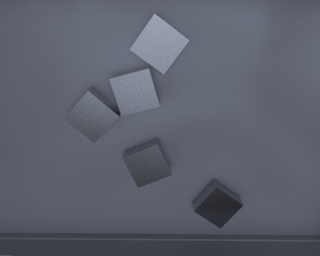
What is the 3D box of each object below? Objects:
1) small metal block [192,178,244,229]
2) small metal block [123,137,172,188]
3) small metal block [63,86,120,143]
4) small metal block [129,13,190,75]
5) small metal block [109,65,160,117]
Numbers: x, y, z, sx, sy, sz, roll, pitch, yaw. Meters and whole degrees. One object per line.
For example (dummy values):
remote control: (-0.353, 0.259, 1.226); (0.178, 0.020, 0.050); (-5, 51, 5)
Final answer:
small metal block: (0.084, 0.110, 0.453); (0.050, 0.025, 0.050); (35, 106, -12)
small metal block: (-0.017, 0.048, 0.429); (0.050, 0.025, 0.050); (-22, 109, 7)
small metal block: (-0.087, -0.017, 0.404); (0.050, 0.025, 0.050); (41, 105, -14)
small metal block: (-0.001, -0.101, 0.374); (0.050, 0.025, 0.050); (35, 106, -12)
small metal block: (-0.031, -0.047, 0.393); (0.050, 0.025, 0.050); (-14, 110, 5)
